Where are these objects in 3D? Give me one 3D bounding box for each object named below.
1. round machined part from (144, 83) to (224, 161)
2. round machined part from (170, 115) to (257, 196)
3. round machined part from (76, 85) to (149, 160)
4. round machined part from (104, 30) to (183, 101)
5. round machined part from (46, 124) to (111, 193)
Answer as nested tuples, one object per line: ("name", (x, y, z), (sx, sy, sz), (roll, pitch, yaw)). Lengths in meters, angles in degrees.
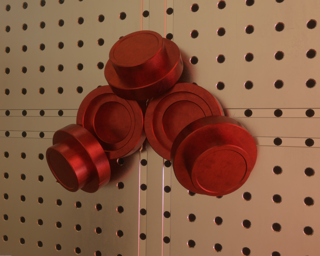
("round machined part", (0.033, -0.006, 0.391), (0.098, 0.042, 0.097), (0, 90, 19))
("round machined part", (0.064, 0.038, 0.352), (0.099, 0.042, 0.097), (-4, 117, -7))
("round machined part", (-0.060, -0.007, 0.423), (0.098, 0.042, 0.097), (0, 90, 19))
("round machined part", (-0.024, -0.084, 0.384), (0.098, 0.042, 0.098), (-9, 49, 12))
("round machined part", (-0.116, 0.047, 0.418), (0.098, 0.042, 0.097), (24, 130, 32))
